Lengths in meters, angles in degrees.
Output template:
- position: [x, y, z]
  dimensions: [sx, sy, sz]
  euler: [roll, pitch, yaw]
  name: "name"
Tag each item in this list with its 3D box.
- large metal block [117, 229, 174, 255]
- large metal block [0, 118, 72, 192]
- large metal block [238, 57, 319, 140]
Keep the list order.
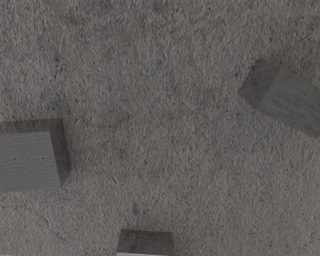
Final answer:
- position: [-0.024, 0.206, 0.472]
  dimensions: [0.081, 0.050, 0.079]
  euler: [5, 110, -2]
  name: "large metal block"
- position: [-0.170, 0.035, 0.408]
  dimensions: [0.080, 0.050, 0.079]
  euler: [-4, 110, 1]
  name: "large metal block"
- position: [0.149, -0.038, 0.368]
  dimensions: [0.080, 0.080, 0.050]
  euler: [24, 108, -9]
  name: "large metal block"
